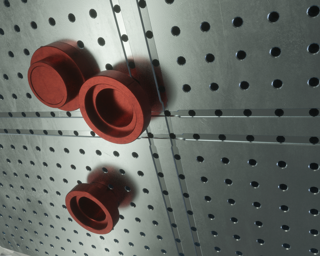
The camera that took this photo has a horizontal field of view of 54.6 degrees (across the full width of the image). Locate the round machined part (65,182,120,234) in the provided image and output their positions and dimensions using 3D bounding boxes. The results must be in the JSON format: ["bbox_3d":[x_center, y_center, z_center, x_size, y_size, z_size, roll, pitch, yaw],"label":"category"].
[{"bbox_3d":[-0.113,0.135,0.544,0.098,0.042,0.097,13,124,21],"label":"round machined part"}]

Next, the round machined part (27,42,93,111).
[{"bbox_3d":[-0.145,-0.067,0.436,0.098,0.042,0.097,13,124,21],"label":"round machined part"}]

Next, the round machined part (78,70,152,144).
[{"bbox_3d":[-0.055,-0.031,0.411,0.098,0.042,0.097,13,124,21],"label":"round machined part"}]
